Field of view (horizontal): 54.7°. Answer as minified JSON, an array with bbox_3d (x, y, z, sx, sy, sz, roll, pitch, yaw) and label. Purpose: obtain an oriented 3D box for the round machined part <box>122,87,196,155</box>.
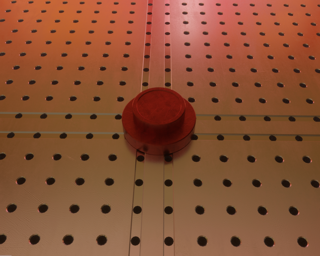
[{"bbox_3d":[-0.001,-0.016,0.410,0.099,0.042,0.098,0,50,0],"label":"round machined part"}]
